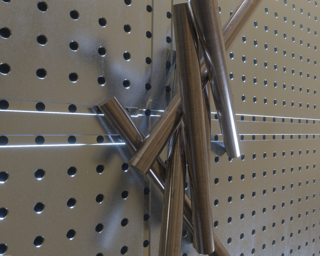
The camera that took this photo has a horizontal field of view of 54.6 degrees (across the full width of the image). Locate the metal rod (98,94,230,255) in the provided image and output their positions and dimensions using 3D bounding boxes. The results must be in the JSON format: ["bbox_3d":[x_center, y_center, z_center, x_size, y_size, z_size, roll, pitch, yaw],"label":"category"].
[{"bbox_3d":[0.019,0.086,0.404,0.025,0.025,0.300,-45,111,-30],"label":"metal rod"}]

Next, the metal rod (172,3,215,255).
[{"bbox_3d":[0.042,0.013,0.364,0.025,0.025,0.298,-19,109,-38],"label":"metal rod"}]

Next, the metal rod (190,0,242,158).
[{"bbox_3d":[0.079,-0.046,0.397,0.025,0.025,0.299,-58,147,-23],"label":"metal rod"}]

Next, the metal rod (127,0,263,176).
[{"bbox_3d":[0.055,-0.071,0.394,0.025,0.025,0.300,46,69,-31],"label":"metal rod"}]

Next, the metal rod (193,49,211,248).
[{"bbox_3d":[0.060,0.027,0.441,0.025,0.025,0.298,-6,99,-40],"label":"metal rod"}]

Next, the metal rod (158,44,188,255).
[{"bbox_3d":[0.022,0.028,0.385,0.025,0.025,0.299,23,63,-38],"label":"metal rod"}]
